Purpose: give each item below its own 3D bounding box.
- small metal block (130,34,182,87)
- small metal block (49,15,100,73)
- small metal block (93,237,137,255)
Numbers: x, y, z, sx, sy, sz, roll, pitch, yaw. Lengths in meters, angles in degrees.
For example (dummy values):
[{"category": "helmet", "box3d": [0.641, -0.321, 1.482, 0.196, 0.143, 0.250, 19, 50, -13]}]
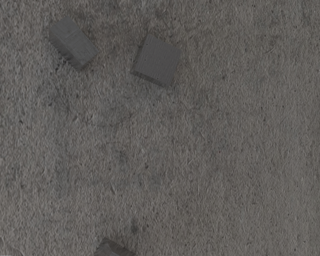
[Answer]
[{"category": "small metal block", "box3d": [-0.005, -0.087, 0.407, 0.050, 0.025, 0.050, 21, 83, -19]}, {"category": "small metal block", "box3d": [-0.100, -0.095, 0.358, 0.025, 0.050, 0.050, -45, 104, -14]}, {"category": "small metal block", "box3d": [-0.050, 0.164, 0.378, 0.050, 0.050, 0.025, 36, 79, -17]}]
